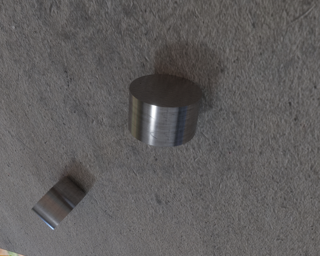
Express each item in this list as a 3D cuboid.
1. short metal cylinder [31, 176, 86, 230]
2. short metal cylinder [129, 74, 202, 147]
[{"bbox_3d":[-0.177,0.131,0.546,0.050,0.080,0.080,44,129,-2],"label":"short metal cylinder"},{"bbox_3d":[0.005,-0.022,0.355,0.080,0.080,0.050,18,126,18],"label":"short metal cylinder"}]
